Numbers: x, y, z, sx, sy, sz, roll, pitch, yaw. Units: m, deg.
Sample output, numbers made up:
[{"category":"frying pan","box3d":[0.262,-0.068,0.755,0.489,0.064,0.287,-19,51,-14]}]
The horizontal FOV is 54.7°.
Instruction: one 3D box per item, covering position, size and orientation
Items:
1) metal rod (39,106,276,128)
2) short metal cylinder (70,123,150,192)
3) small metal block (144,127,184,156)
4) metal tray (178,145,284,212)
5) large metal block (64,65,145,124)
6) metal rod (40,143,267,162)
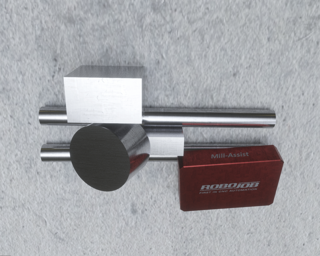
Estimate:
[{"category":"metal rod","box3d":[-0.002,-0.014,0.406,0.302,0.025,0.025,1,110,-1]},{"category":"short metal cylinder","box3d":[-0.059,0.028,0.369,0.080,0.050,0.079,8,110,22]},{"category":"small metal block","box3d":[0.004,0.014,0.402,0.050,0.050,0.025,1,110,-1]},{"category":"metal tray","box3d":[0.091,0.070,0.420,0.131,0.030,0.089,-4,128,-1]},{"category":"large metal block","box3d":[-0.060,-0.042,0.366,0.081,0.080,0.050,1,110,-1]},{"category":"metal rod","box3d":[-0.007,0.034,0.424,0.302,0.025,0.025,0,110,-1]}]
